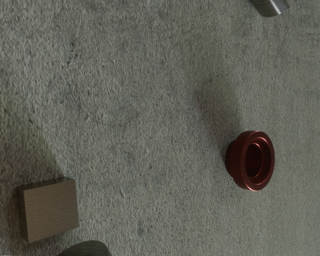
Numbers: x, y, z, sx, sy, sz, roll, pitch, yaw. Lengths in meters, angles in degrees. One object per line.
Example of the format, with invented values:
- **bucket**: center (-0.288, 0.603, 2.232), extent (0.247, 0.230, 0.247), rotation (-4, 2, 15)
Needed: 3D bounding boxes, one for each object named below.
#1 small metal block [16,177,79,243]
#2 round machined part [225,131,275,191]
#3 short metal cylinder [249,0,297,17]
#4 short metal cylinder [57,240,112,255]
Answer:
- **small metal block**: center (-0.112, 0.080, 0.311), extent (0.050, 0.025, 0.050), rotation (-7, 95, -40)
- **round machined part**: center (0.146, 0.053, 0.516), extent (0.099, 0.042, 0.097), rotation (0, 90, -40)
- **short metal cylinder**: center (0.193, -0.238, 0.530), extent (0.050, 0.080, 0.080), rotation (35, 68, -35)
- **short metal cylinder**: center (-0.077, 0.159, 0.305), extent (0.080, 0.080, 0.050), rotation (-37, 113, -34)
